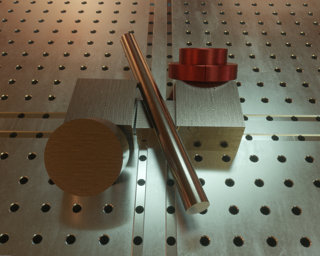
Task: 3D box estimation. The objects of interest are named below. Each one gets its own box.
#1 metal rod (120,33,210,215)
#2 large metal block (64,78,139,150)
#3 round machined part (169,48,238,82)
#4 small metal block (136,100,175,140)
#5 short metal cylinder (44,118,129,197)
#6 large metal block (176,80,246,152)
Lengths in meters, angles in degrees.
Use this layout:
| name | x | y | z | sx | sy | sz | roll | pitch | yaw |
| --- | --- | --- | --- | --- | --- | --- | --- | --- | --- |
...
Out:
| name | x | y | z | sx | sy | sz | roll | pitch | yaw |
| --- | --- | --- | --- | --- | --- | --- | --- | --- | --- |
| metal rod | -0.006 | -0.030 | 0.399 | 0.025 | 0.025 | 0.300 | -13 | 51 | -11 |
| large metal block | -0.072 | -0.019 | 0.408 | 0.080 | 0.050 | 0.080 | 2 | 50 | 1 |
| round machined part | 0.061 | -0.093 | 0.443 | 0.099 | 0.042 | 0.098 | 1 | 15 | 0 |
| small metal block | -0.005 | -0.011 | 0.417 | 0.050 | 0.025 | 0.050 | 1 | 50 | 0 |
| short metal cylinder | -0.077 | 0.029 | 0.339 | 0.080 | 0.050 | 0.079 | 0 | 93 | 1 |
| large metal block | 0.061 | -0.017 | 0.406 | 0.081 | 0.050 | 0.080 | 1 | 50 | 0 |
